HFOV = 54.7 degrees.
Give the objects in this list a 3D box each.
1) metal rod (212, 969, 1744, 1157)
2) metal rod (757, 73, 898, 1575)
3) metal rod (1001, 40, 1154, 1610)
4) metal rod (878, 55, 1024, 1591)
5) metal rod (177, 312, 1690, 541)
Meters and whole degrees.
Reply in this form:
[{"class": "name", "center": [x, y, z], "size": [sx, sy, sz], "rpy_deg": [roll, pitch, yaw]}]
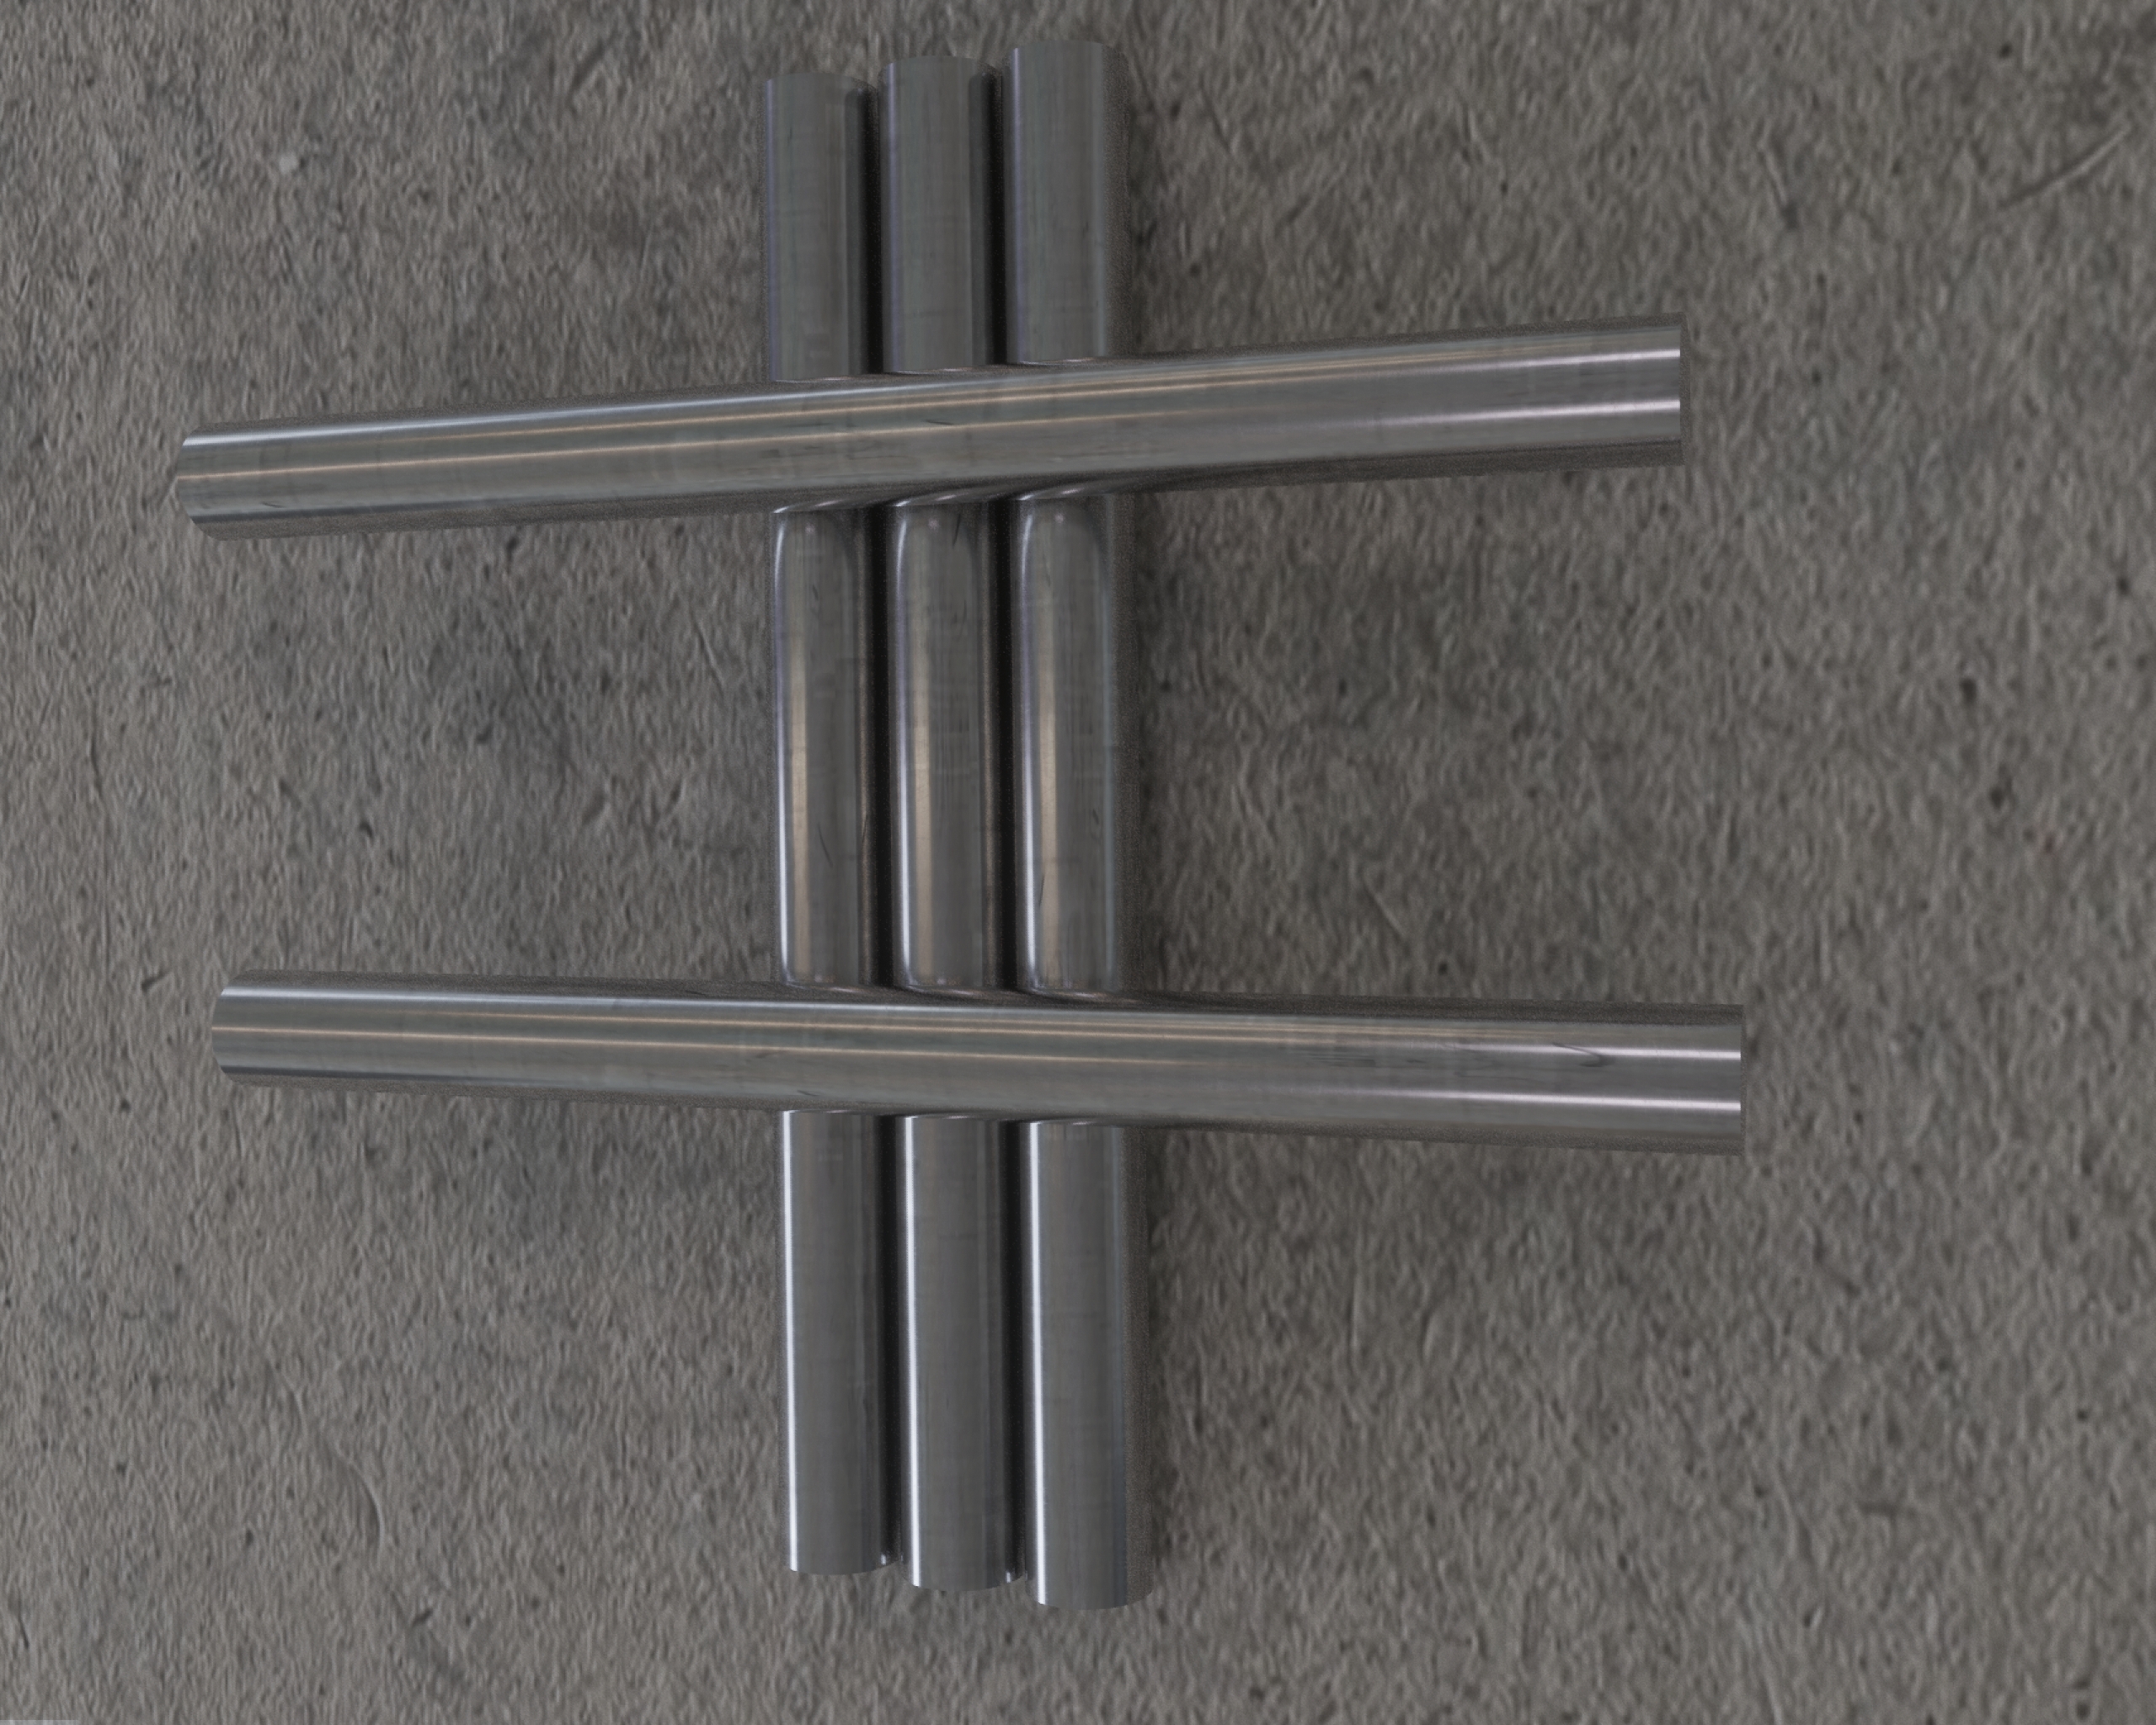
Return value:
[{"class": "metal rod", "center": [-0.033, 0.035, 0.392], "size": [0.301, 0.025, 0.025], "rpy_deg": [0, 90, 19]}, {"class": "metal rod", "center": [-0.051, -0.008, 0.426], "size": [0.025, 0.025, 0.298], "rpy_deg": [-1, 90, 20]}, {"class": "metal rod", "center": [0.000, -0.007, 0.408], "size": [0.025, 0.025, 0.298], "rpy_deg": [-1, 90, 20]}, {"class": "metal rod", "center": [-0.025, -0.008, 0.417], "size": [0.025, 0.025, 0.298], "rpy_deg": [-1, 90, 20]}, {"class": "metal rod", "center": [-0.041, -0.080, 0.395], "size": [0.301, 0.025, 0.025], "rpy_deg": [1, 90, 20]}]
